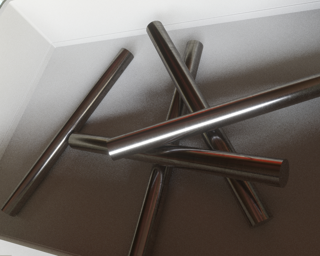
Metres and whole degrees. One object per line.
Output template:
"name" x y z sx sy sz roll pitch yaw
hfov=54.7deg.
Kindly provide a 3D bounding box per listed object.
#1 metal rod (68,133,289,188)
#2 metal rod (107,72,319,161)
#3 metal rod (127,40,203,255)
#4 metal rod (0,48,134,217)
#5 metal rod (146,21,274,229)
"metal rod" -0.009 0.028 0.358 0.300 0.025 0.025 5 64 40
"metal rod" 0.090 -0.021 0.331 0.301 0.025 0.025 -17 54 2
"metal rod" 0.013 0.012 0.390 0.025 0.025 0.300 2 62 29
"metal rod" -0.135 -0.001 0.475 0.025 0.025 0.300 25 75 36
"metal rod" 0.045 -0.027 0.373 0.025 0.025 0.299 -30 60 9
